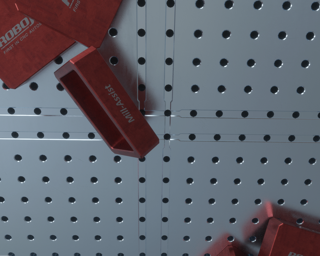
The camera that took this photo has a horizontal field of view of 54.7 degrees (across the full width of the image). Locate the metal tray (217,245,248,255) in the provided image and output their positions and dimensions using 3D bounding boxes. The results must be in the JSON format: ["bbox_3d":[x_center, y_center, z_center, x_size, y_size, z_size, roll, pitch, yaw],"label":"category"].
[{"bbox_3d":[0.135,0.260,0.508,0.130,0.030,0.090,36,106,-13],"label":"metal tray"}]

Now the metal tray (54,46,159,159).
[{"bbox_3d":[-0.065,-0.025,0.368,0.030,0.090,0.130,-42,109,-23],"label":"metal tray"}]

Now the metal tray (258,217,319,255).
[{"bbox_3d":[0.220,0.200,0.472,0.131,0.030,0.090,19,88,-7],"label":"metal tray"}]

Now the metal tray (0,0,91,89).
[{"bbox_3d":[-0.153,-0.118,0.365,0.130,0.030,0.090,-34,107,11],"label":"metal tray"}]

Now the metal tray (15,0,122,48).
[{"bbox_3d":[-0.080,-0.161,0.327,0.090,0.030,0.129,25,95,-20],"label":"metal tray"}]
